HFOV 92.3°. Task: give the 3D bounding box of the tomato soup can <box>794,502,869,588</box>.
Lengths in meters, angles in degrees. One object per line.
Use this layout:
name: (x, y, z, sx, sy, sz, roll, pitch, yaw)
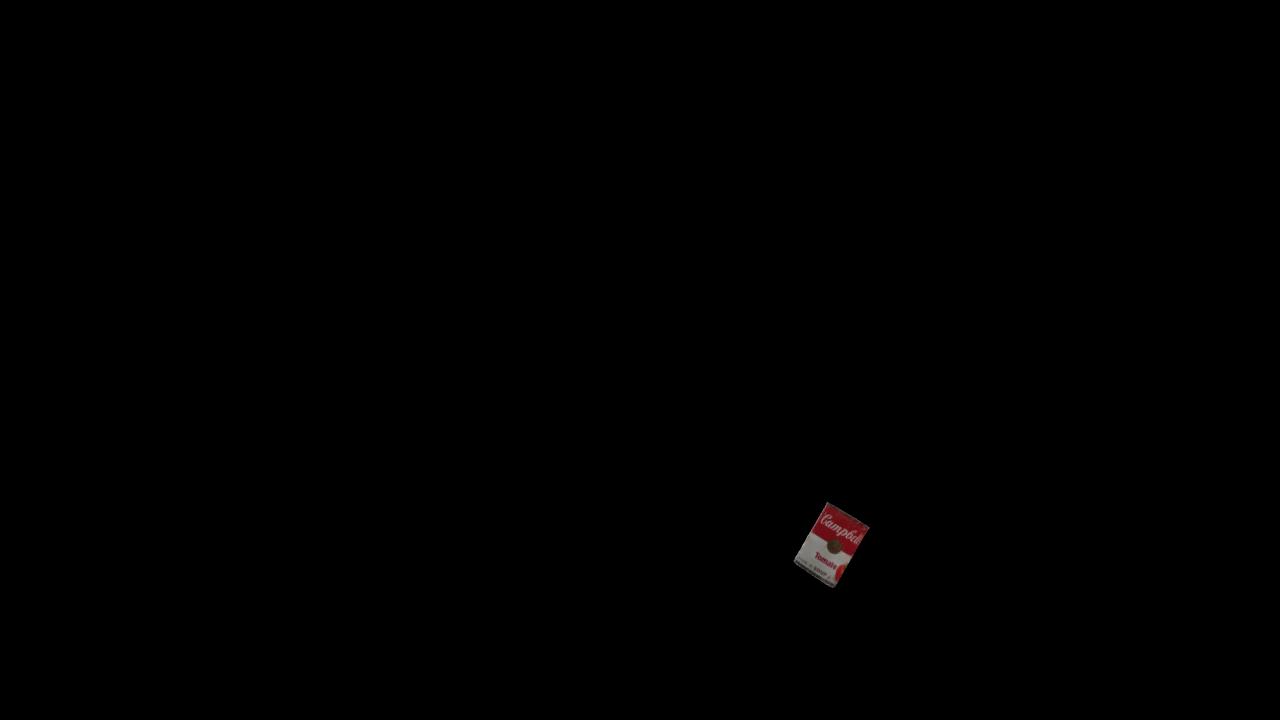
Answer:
tomato soup can: (0.275, 0.267, 0.890, 0.068, 0.101, 0.068, 32, -3, 2)
